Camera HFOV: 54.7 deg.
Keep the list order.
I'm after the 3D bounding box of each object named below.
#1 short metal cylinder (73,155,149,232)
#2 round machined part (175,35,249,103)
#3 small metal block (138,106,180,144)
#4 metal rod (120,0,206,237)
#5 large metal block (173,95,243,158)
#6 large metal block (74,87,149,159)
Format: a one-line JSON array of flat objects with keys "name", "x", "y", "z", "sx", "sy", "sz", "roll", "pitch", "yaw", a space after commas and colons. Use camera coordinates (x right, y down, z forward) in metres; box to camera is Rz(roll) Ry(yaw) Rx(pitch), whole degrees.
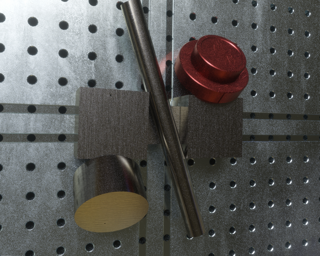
[{"name": "short metal cylinder", "x": -0.057, "y": 0.076, "z": 0.356, "sx": 0.081, "sy": 0.050, "sz": 0.080, "roll": -10, "pitch": 135, "yaw": -9}, {"name": "round machined part", "x": 0.072, "y": -0.083, "z": 0.404, "sx": 0.099, "sy": 0.042, "sz": 0.098, "roll": 10, "pitch": 52, "yaw": -13}, {"name": "small metal block", "x": -0.002, "y": -0.004, "z": 0.412, "sx": 0.050, "sy": 0.025, "sz": 0.050, "roll": 1, "pitch": 90, "yaw": -20}, {"name": "metal rod", "x": 0.006, "y": -0.007, "z": 0.387, "sx": 0.025, "sy": 0.025, "sz": 0.298, "roll": -18, "pitch": 96, "yaw": -19}, {"name": "large metal block", "x": 0.064, "y": -0.001, "z": 0.424, "sx": 0.081, "sy": 0.050, "sz": 0.080, "roll": 1, "pitch": 90, "yaw": -20}, {"name": "large metal block", "x": -0.060, "y": -0.005, "z": 0.378, "sx": 0.081, "sy": 0.050, "sz": 0.080, "roll": 2, "pitch": 89, "yaw": -20}]
